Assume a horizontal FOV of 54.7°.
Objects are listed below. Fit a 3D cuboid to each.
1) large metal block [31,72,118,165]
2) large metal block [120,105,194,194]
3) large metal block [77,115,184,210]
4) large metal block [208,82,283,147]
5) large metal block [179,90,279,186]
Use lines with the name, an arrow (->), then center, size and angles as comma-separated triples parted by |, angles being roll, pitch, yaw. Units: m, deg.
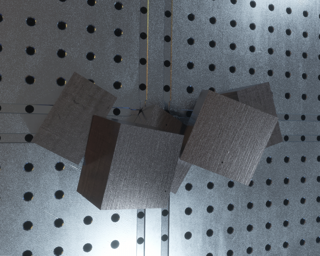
large metal block -> -0.098, -0.010, 0.347 | 0.050, 0.080, 0.080 | 32, 80, -18
large metal block -> -0.002, 0.027, 0.399 | 0.080, 0.050, 0.080 | 34, 79, -17
large metal block -> -0.030, 0.036, 0.319 | 0.081, 0.050, 0.080 | 11, 93, -41
large metal block -> 0.113, -0.014, 0.426 | 0.050, 0.080, 0.080 | -17, 96, -19
large metal block -> 0.073, 0.008, 0.354 | 0.080, 0.050, 0.080 | 22, 96, -4
